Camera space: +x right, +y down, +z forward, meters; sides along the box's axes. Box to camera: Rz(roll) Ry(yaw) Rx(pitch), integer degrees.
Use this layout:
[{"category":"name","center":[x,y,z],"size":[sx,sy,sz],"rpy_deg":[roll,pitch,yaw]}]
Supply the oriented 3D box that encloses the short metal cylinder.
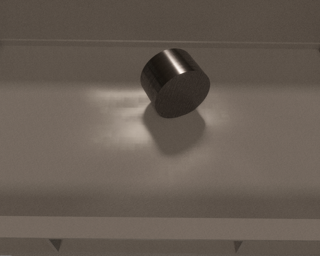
[{"category":"short metal cylinder","center":[0.020,-0.060,0.420],"size":[0.081,0.080,0.050],"rpy_deg":[-19,53,-15]}]
